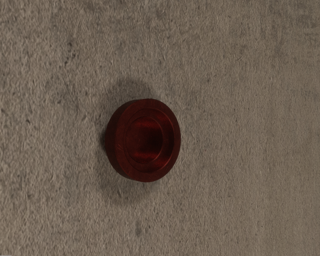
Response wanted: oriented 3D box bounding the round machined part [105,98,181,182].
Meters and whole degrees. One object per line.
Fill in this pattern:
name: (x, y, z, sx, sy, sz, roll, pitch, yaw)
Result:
round machined part: (-0.024, 0.014, 0.375, 0.099, 0.042, 0.097, 0, 90, -40)
